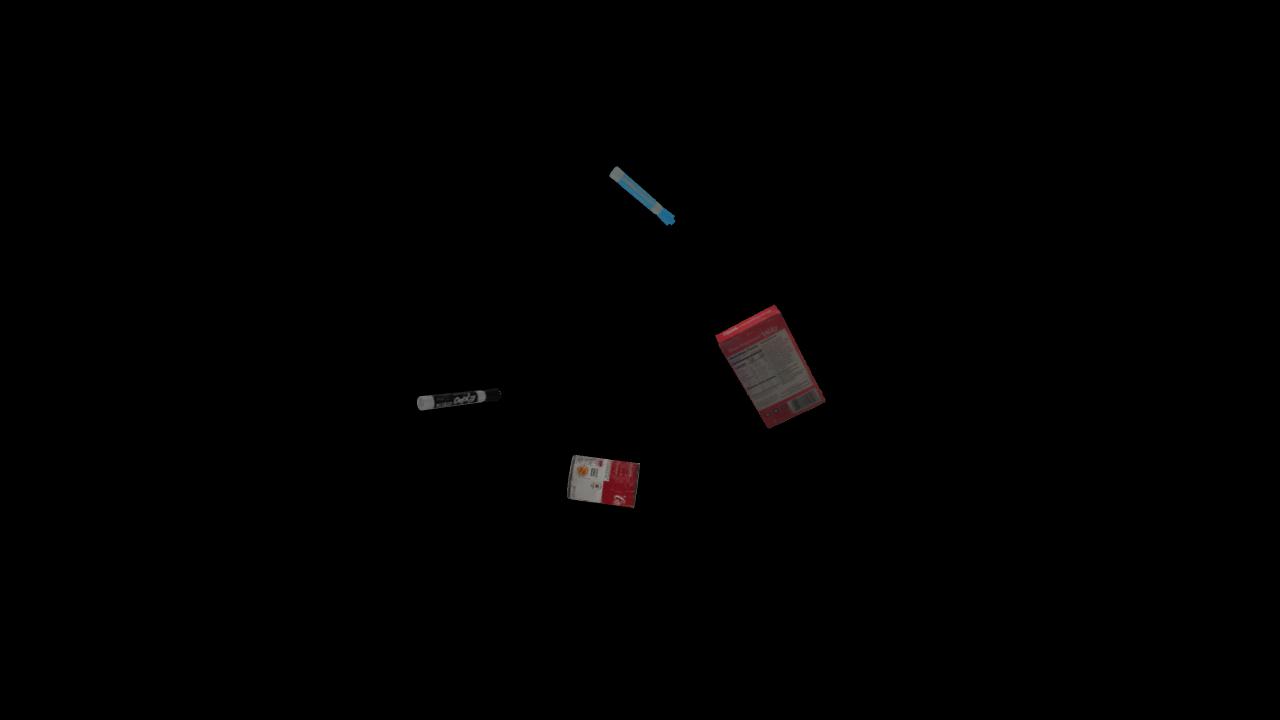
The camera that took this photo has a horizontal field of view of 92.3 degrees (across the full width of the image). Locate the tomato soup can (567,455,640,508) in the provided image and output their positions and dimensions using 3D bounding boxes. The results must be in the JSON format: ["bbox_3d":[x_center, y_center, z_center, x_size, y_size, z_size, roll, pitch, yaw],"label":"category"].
[{"bbox_3d":[-0.054,0.180,0.914,0.101,0.068,0.068,8,0,-1],"label":"tomato soup can"}]

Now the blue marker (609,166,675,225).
[{"bbox_3d":[0.006,-0.244,0.925,0.121,0.020,0.020,36,-14,-20],"label":"blue marker"}]

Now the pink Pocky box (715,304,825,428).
[{"bbox_3d":[0.166,0.011,0.777,0.084,0.155,0.029,-28,30,12],"label":"pink Pocky box"}]

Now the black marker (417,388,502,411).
[{"bbox_3d":[-0.239,0.052,0.828,0.020,0.020,0.121,0,3,43],"label":"black marker"}]
